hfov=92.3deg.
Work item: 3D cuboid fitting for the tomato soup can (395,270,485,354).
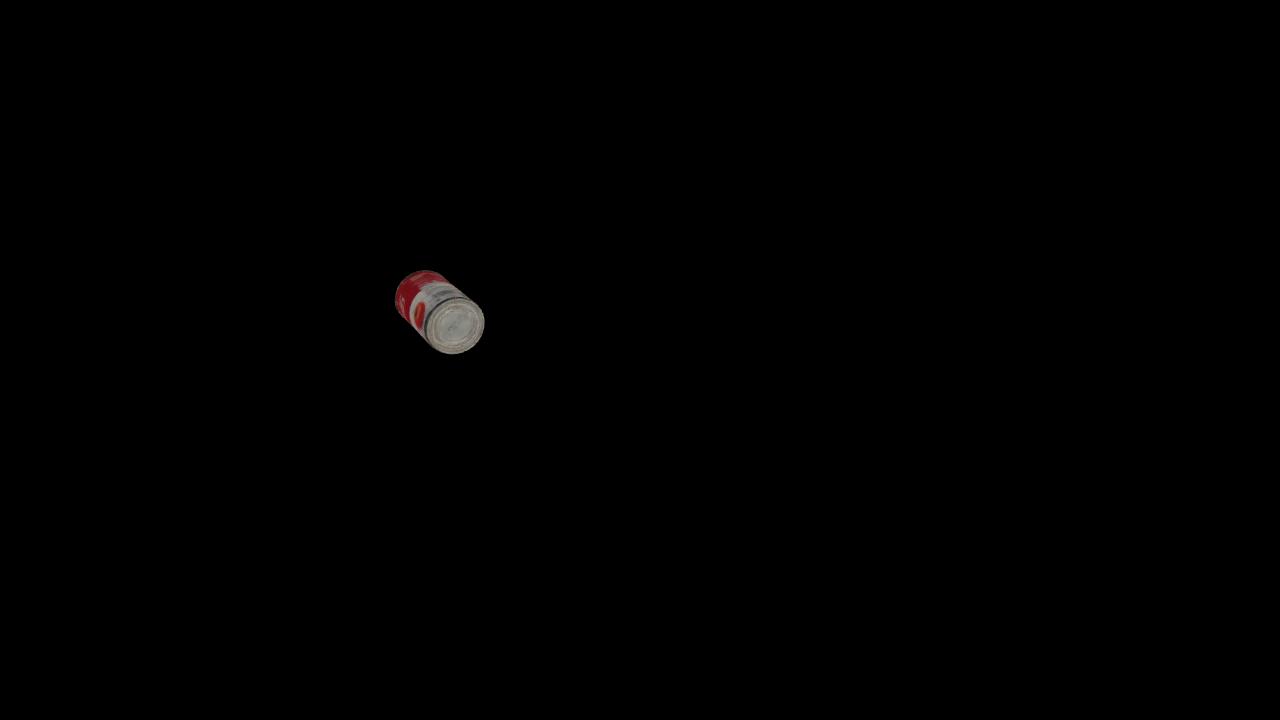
[{"bbox_3d":[-0.224,-0.054,0.690,0.068,0.068,0.101,0,23,-41],"label":"tomato soup can"}]
